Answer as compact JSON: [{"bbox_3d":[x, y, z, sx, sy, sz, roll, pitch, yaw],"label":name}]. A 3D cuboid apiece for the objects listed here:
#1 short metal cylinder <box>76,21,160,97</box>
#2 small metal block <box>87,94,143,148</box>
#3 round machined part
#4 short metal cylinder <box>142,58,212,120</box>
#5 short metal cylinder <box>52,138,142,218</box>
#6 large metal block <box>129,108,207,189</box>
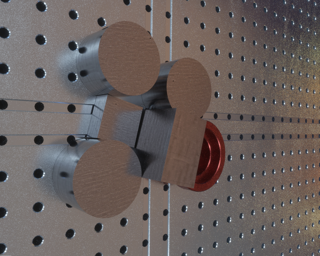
[{"bbox_3d":[-0.047,-0.075,0.353,0.081,0.050,0.080,0,90,-40],"label":"short metal cylinder"},{"bbox_3d":[-0.052,-0.007,0.365,0.050,0.025,0.050,19,78,-38],"label":"small metal block"},{"bbox_3d":[0.044,0.037,0.435,0.099,0.042,0.097,0,90,-40],"label":"round machined part"},{"bbox_3d":[0.023,-0.049,0.411,0.081,0.050,0.080,0,90,-40],"label":"short metal cylinder"},{"bbox_3d":[-0.067,0.052,0.336,0.081,0.050,0.080,0,90,-40],"label":"short metal cylinder"},{"bbox_3d":[0.002,0.023,0.371,0.050,0.080,0.080,20,77,-38],"label":"large metal block"}]
